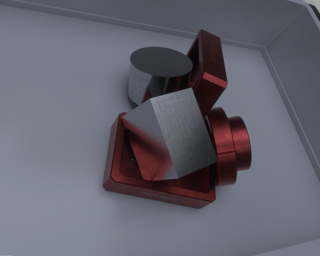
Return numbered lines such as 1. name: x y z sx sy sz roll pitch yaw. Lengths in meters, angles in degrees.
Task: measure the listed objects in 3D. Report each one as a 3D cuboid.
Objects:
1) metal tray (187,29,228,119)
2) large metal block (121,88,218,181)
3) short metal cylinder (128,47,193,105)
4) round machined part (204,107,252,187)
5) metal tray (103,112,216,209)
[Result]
1. metal tray: 0.047 -0.062 0.407 0.030 0.089 0.130 22 38 -12
2. large metal block: 0.007 0.010 0.338 0.050 0.080 0.080 -18 87 -29
3. short metal cylinder: -0.001 -0.067 0.410 0.081 0.050 0.080 6 39 -4
4. round machined part: 0.083 0.021 0.386 0.042 0.098 0.098 -9 63 1
5. metal tray: 0.003 0.040 0.378 0.131 0.030 0.090 16 55 -19
